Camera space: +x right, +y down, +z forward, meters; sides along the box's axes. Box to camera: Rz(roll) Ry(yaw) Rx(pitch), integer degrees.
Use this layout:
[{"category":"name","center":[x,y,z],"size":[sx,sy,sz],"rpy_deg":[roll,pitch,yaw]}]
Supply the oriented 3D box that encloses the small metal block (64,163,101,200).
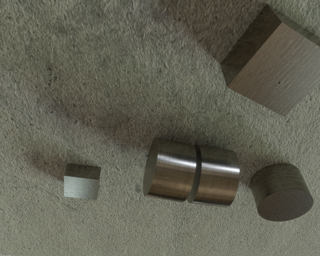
[{"category":"small metal block","center":[-0.119,0.083,0.477],"size":[0.050,0.025,0.050],"rpy_deg":[8,130,-7]}]

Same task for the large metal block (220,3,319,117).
[{"category":"large metal block","center":[0.125,-0.070,0.332],"size":[0.080,0.050,0.080],"rpy_deg":[23,126,-19]}]

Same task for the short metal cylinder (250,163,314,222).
[{"category":"short metal cylinder","center":[0.185,0.100,0.478],"size":[0.081,0.050,0.079],"rpy_deg":[0,130,0]}]

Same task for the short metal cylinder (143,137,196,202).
[{"category":"short metal cylinder","center":[0.011,0.056,0.419],"size":[0.050,0.080,0.079],"rpy_deg":[12,129,-10]}]

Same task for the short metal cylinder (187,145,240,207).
[{"category":"short metal cylinder","center":[0.070,0.066,0.428],"size":[0.050,0.080,0.079],"rpy_deg":[9,130,-8]}]
